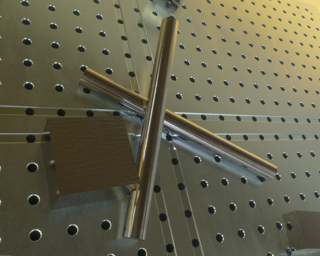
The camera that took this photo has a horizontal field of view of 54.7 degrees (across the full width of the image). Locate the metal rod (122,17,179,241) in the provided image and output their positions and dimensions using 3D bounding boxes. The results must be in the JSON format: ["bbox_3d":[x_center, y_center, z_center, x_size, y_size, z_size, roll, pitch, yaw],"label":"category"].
[{"bbox_3d":[-0.006,-0.018,0.387,0.025,0.025,0.299,18,64,-19],"label":"metal rod"}]

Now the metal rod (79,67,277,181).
[{"bbox_3d":[0.033,0.000,0.427,0.301,0.025,0.025,27,52,-12],"label":"metal rod"}]

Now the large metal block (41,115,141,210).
[{"bbox_3d":[-0.076,0.035,0.331,0.081,0.050,0.080,-4,64,-30],"label":"large metal block"}]

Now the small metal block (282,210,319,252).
[{"bbox_3d":[0.205,0.145,0.433,0.050,0.025,0.050,10,57,-23],"label":"small metal block"}]

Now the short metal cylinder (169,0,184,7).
[{"bbox_3d":[0.036,-0.269,0.558,0.050,0.080,0.080,37,51,-5],"label":"short metal cylinder"}]
